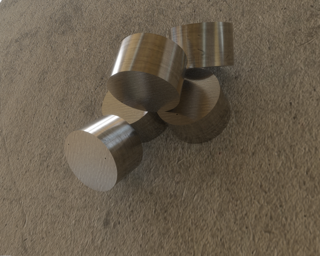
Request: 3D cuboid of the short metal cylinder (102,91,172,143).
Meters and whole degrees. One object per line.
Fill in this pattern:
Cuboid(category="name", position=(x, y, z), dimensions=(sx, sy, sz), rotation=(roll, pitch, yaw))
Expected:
Cuboid(category="short metal cylinder", position=(-0.030, -0.026, 0.419), dimensions=(0.080, 0.050, 0.080), rotation=(-13, 56, 20))

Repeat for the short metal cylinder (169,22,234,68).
Cuboid(category="short metal cylinder", position=(0.053, -0.102, 0.395), dimensions=(0.080, 0.080, 0.050), rotation=(1, 100, 28))

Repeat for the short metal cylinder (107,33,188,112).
Cuboid(category="short metal cylinder", position=(-0.013, -0.059, 0.348), dimensions=(0.080, 0.080, 0.050), rotation=(-1, 61, 27))

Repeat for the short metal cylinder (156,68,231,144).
Cuboid(category="short metal cylinder", position=(0.041, -0.027, 0.382), dimensions=(0.080, 0.050, 0.080), rotation=(-13, 56, 20))

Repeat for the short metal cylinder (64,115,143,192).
Cuboid(category="short metal cylinder", position=(-0.068, 0.030, 0.378), dimensions=(0.080, 0.079, 0.050), rotation=(8, 27, 31))
